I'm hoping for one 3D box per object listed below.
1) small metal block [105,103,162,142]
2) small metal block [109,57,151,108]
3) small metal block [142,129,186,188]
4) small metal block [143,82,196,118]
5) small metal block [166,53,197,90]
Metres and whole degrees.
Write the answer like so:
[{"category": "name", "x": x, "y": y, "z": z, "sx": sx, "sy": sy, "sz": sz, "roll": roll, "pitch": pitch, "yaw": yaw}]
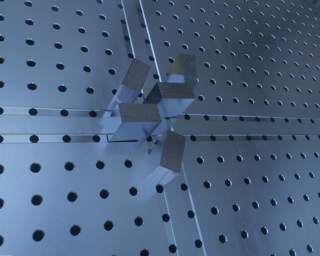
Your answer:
[{"category": "small metal block", "x": -0.033, "y": -0.006, "z": 0.378, "sx": 0.050, "sy": 0.050, "sz": 0.025, "roll": -1, "pitch": 63, "yaw": -29}, {"category": "small metal block", "x": -0.039, "y": -0.054, "z": 0.404, "sx": 0.025, "sy": 0.050, "sz": 0.050, "roll": 26, "pitch": 53, "yaw": -12}, {"category": "small metal block", "x": 0.005, "y": 0.037, "z": 0.372, "sx": 0.025, "sy": 0.050, "sz": 0.050, "roll": 24, "pitch": 53, "yaw": -14}, {"category": "small metal block", "x": 0.011, "y": -0.037, "z": 0.420, "sx": 0.050, "sy": 0.050, "sz": 0.025, "roll": -3, "pitch": 64, "yaw": -29}, {"category": "small metal block", "x": 0.033, "y": -0.072, "z": 0.450, "sx": 0.025, "sy": 0.050, "sz": 0.050, "roll": 11, "pitch": 48, "yaw": 21}]
